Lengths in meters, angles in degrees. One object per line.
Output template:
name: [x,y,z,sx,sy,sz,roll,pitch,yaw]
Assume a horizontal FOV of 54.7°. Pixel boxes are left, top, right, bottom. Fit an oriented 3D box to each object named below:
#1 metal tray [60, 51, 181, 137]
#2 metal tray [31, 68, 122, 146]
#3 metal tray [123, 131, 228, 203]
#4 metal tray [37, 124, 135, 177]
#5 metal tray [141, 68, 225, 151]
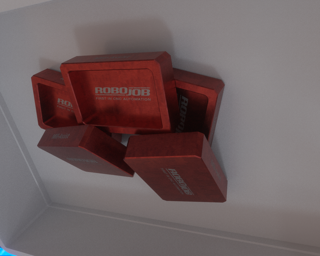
metal tray: [-0.046,-0.039,0.363,0.130,0.030,0.089,4,120,26]
metal tray: [-0.119,-0.025,0.446,0.130,0.030,0.089,18,126,17]
metal tray: [0.025,0.053,0.380,0.090,0.030,0.130,-4,145,23]
metal tray: [-0.101,0.033,0.431,0.130,0.030,0.090,-3,148,47]
metal tray: [0.022,-0.006,0.387,0.090,0.030,0.129,18,125,17]
